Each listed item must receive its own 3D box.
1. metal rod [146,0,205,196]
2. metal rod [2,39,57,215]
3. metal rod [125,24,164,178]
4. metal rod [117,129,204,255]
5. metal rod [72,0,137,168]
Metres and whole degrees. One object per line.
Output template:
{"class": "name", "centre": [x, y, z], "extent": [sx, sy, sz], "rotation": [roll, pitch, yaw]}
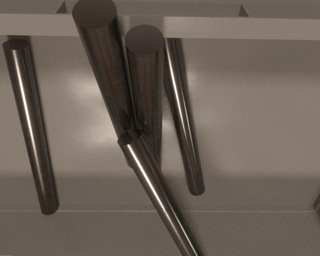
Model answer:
{"class": "metal rod", "centre": [0.029, -0.013, 0.398], "extent": [0.025, 0.025, 0.298], "rotation": [-9, 130, 7]}
{"class": "metal rod", "centre": [-0.171, 0.024, 0.426], "extent": [0.025, 0.025, 0.298], "rotation": [5, 130, -4]}
{"class": "metal rod", "centre": [-0.010, 0.006, 0.335], "extent": [0.025, 0.025, 0.299], "rotation": [0, 155, 0]}
{"class": "metal rod", "centre": [0.024, 0.125, 0.379], "extent": [0.025, 0.025, 0.299], "rotation": [-17, 122, 13]}
{"class": "metal rod", "centre": [-0.037, -0.009, 0.314], "extent": [0.025, 0.025, 0.299], "rotation": [-1, 158, 0]}
